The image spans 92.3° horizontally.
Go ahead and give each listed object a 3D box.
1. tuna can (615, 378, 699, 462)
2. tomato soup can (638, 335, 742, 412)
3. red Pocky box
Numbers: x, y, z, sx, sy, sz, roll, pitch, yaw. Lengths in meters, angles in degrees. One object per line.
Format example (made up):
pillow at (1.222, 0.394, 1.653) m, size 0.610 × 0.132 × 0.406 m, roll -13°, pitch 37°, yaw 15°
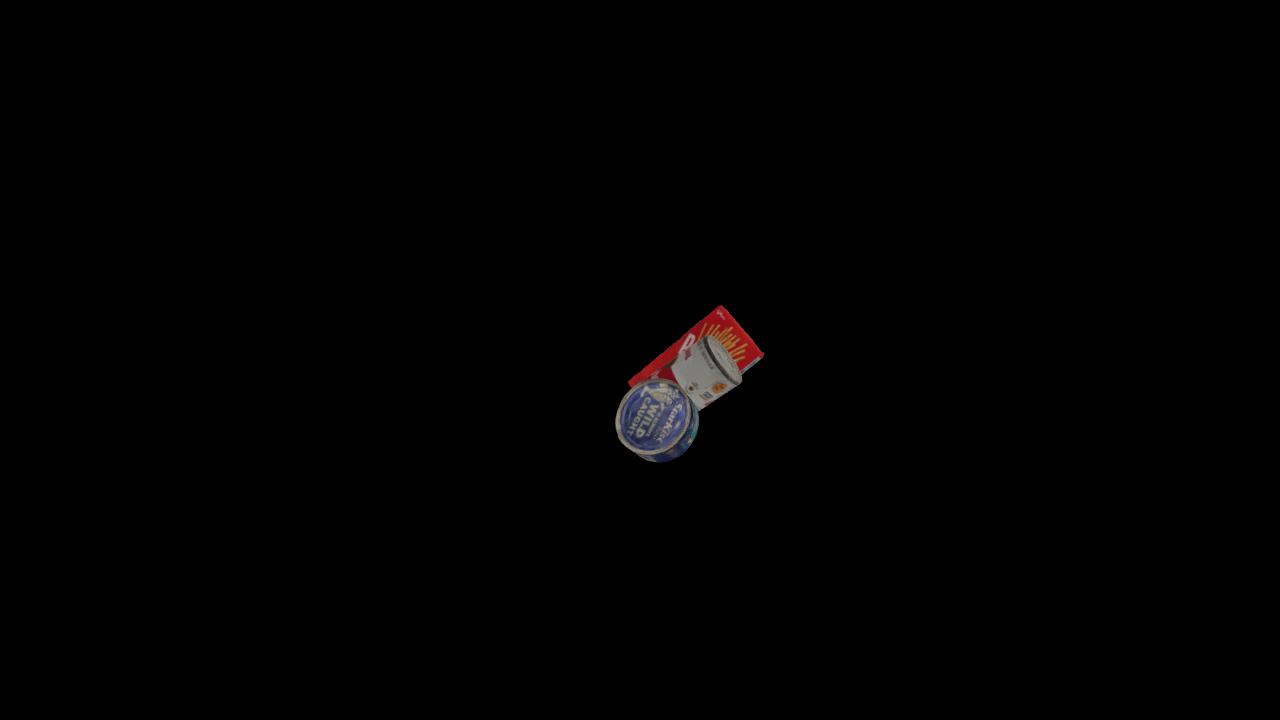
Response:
tuna can at (0.019, 0.064, 0.645) m, size 0.084 × 0.084 × 0.034 m, roll 0°, pitch -25°, yaw 26°
tomato soup can at (0.056, 0.026, 0.694) m, size 0.101 × 0.068 × 0.068 m, roll -35°, pitch -13°, yaw 20°
red Pocky box at (0.067, 0.011, 0.756) m, size 0.155 × 0.083 × 0.028 m, roll -40°, pitch -21°, yaw 8°
